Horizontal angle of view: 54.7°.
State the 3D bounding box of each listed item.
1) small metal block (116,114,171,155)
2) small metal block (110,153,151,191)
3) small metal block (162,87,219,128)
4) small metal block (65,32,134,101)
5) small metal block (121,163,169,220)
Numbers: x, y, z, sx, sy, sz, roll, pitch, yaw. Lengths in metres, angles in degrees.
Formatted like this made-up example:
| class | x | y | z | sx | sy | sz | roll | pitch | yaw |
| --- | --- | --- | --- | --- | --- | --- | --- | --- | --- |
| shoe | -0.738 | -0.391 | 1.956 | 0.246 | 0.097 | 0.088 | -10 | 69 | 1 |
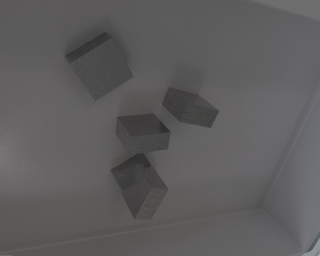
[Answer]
| class | x | y | z | sx | sy | sz | roll | pitch | yaw |
| --- | --- | --- | --- | --- | --- | --- | --- | --- | --- |
| small metal block | -0.022 | 0.006 | 0.384 | 0.050 | 0.050 | 0.025 | -6 | 121 | -25 |
| small metal block | -0.033 | 0.069 | 0.433 | 0.050 | 0.025 | 0.050 | -31 | 129 | -9 |
| small metal block | 0.038 | -0.026 | 0.397 | 0.050 | 0.050 | 0.025 | 10 | 113 | -33 |
| small metal block | -0.064 | -0.066 | 0.333 | 0.050 | 0.025 | 0.050 | -34 | 129 | -6 |
| small metal block | -0.021 | 0.082 | 0.399 | 0.025 | 0.050 | 0.050 | 15 | 110 | -34 |
